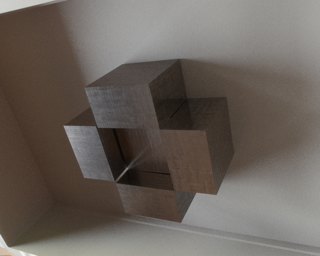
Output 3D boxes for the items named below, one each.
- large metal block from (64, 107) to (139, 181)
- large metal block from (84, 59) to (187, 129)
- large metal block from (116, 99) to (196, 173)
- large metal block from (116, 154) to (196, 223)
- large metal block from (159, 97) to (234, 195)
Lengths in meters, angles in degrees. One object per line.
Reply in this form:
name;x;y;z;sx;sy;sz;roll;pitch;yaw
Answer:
large metal block;-0.071;0.013;0.418;0.050;0.080;0.080;1;119;28
large metal block;-0.024;-0.040;0.359;0.080;0.080;0.050;1;119;28
large metal block;-0.005;0.010;0.398;0.080;0.050;0.080;1;119;28
large metal block;0.002;0.074;0.416;0.080;0.080;0.050;2;119;27
large metal block;0.047;0.018;0.358;0.050;0.080;0.080;1;119;28
